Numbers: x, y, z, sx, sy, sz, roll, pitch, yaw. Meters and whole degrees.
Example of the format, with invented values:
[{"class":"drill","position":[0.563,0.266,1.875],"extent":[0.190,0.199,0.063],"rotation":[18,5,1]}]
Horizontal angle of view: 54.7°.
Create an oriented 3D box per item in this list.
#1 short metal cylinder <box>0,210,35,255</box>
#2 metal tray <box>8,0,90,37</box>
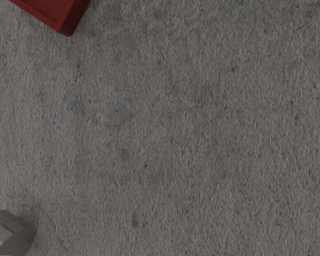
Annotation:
[{"class":"short metal cylinder","position":[-0.238,0.171,0.464],"extent":[0.050,0.080,0.080],"rotation":[28,99,18]},{"class":"metal tray","position":[-0.168,-0.208,0.465],"extent":[0.130,0.030,0.090],"rotation":[35,101,16]}]
